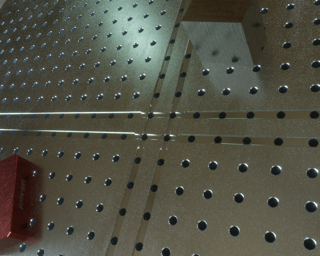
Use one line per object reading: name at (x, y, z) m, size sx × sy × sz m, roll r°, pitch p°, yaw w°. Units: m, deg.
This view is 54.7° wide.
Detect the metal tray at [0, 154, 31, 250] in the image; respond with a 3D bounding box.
metal tray at (-0.241, 0.114, 0.462) m, size 0.090 × 0.030 × 0.130 m, roll -24°, pitch 53°, yaw 13°

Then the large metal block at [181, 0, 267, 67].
large metal block at (0.086, -0.129, 0.407) m, size 0.080 × 0.080 × 0.050 m, roll 15°, pitch 70°, yaw 34°
